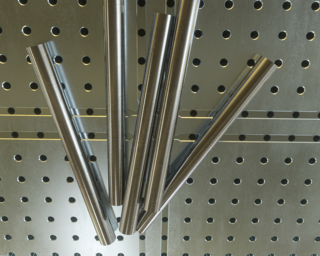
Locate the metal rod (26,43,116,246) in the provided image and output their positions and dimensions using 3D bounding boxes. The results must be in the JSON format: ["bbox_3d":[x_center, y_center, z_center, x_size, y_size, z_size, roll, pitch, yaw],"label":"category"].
[{"bbox_3d":[-0.114,0.036,0.425,0.025,0.025,0.298,-13,110,4],"label":"metal rod"}]

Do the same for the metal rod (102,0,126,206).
[{"bbox_3d":[-0.057,-0.033,0.400,0.025,0.025,0.298,1,110,-1],"label":"metal rod"}]

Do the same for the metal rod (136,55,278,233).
[{"bbox_3d":[0.052,0.033,0.426,0.025,0.025,0.299,32,107,-12],"label":"metal rod"}]

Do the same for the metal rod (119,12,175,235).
[{"bbox_3d":[-0.021,0.007,0.406,0.025,0.025,0.298,9,106,-4],"label":"metal rod"}]

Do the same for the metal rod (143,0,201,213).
[{"bbox_3d":[0.013,-0.031,0.390,0.025,0.025,0.298,9,105,-4],"label":"metal rod"}]
